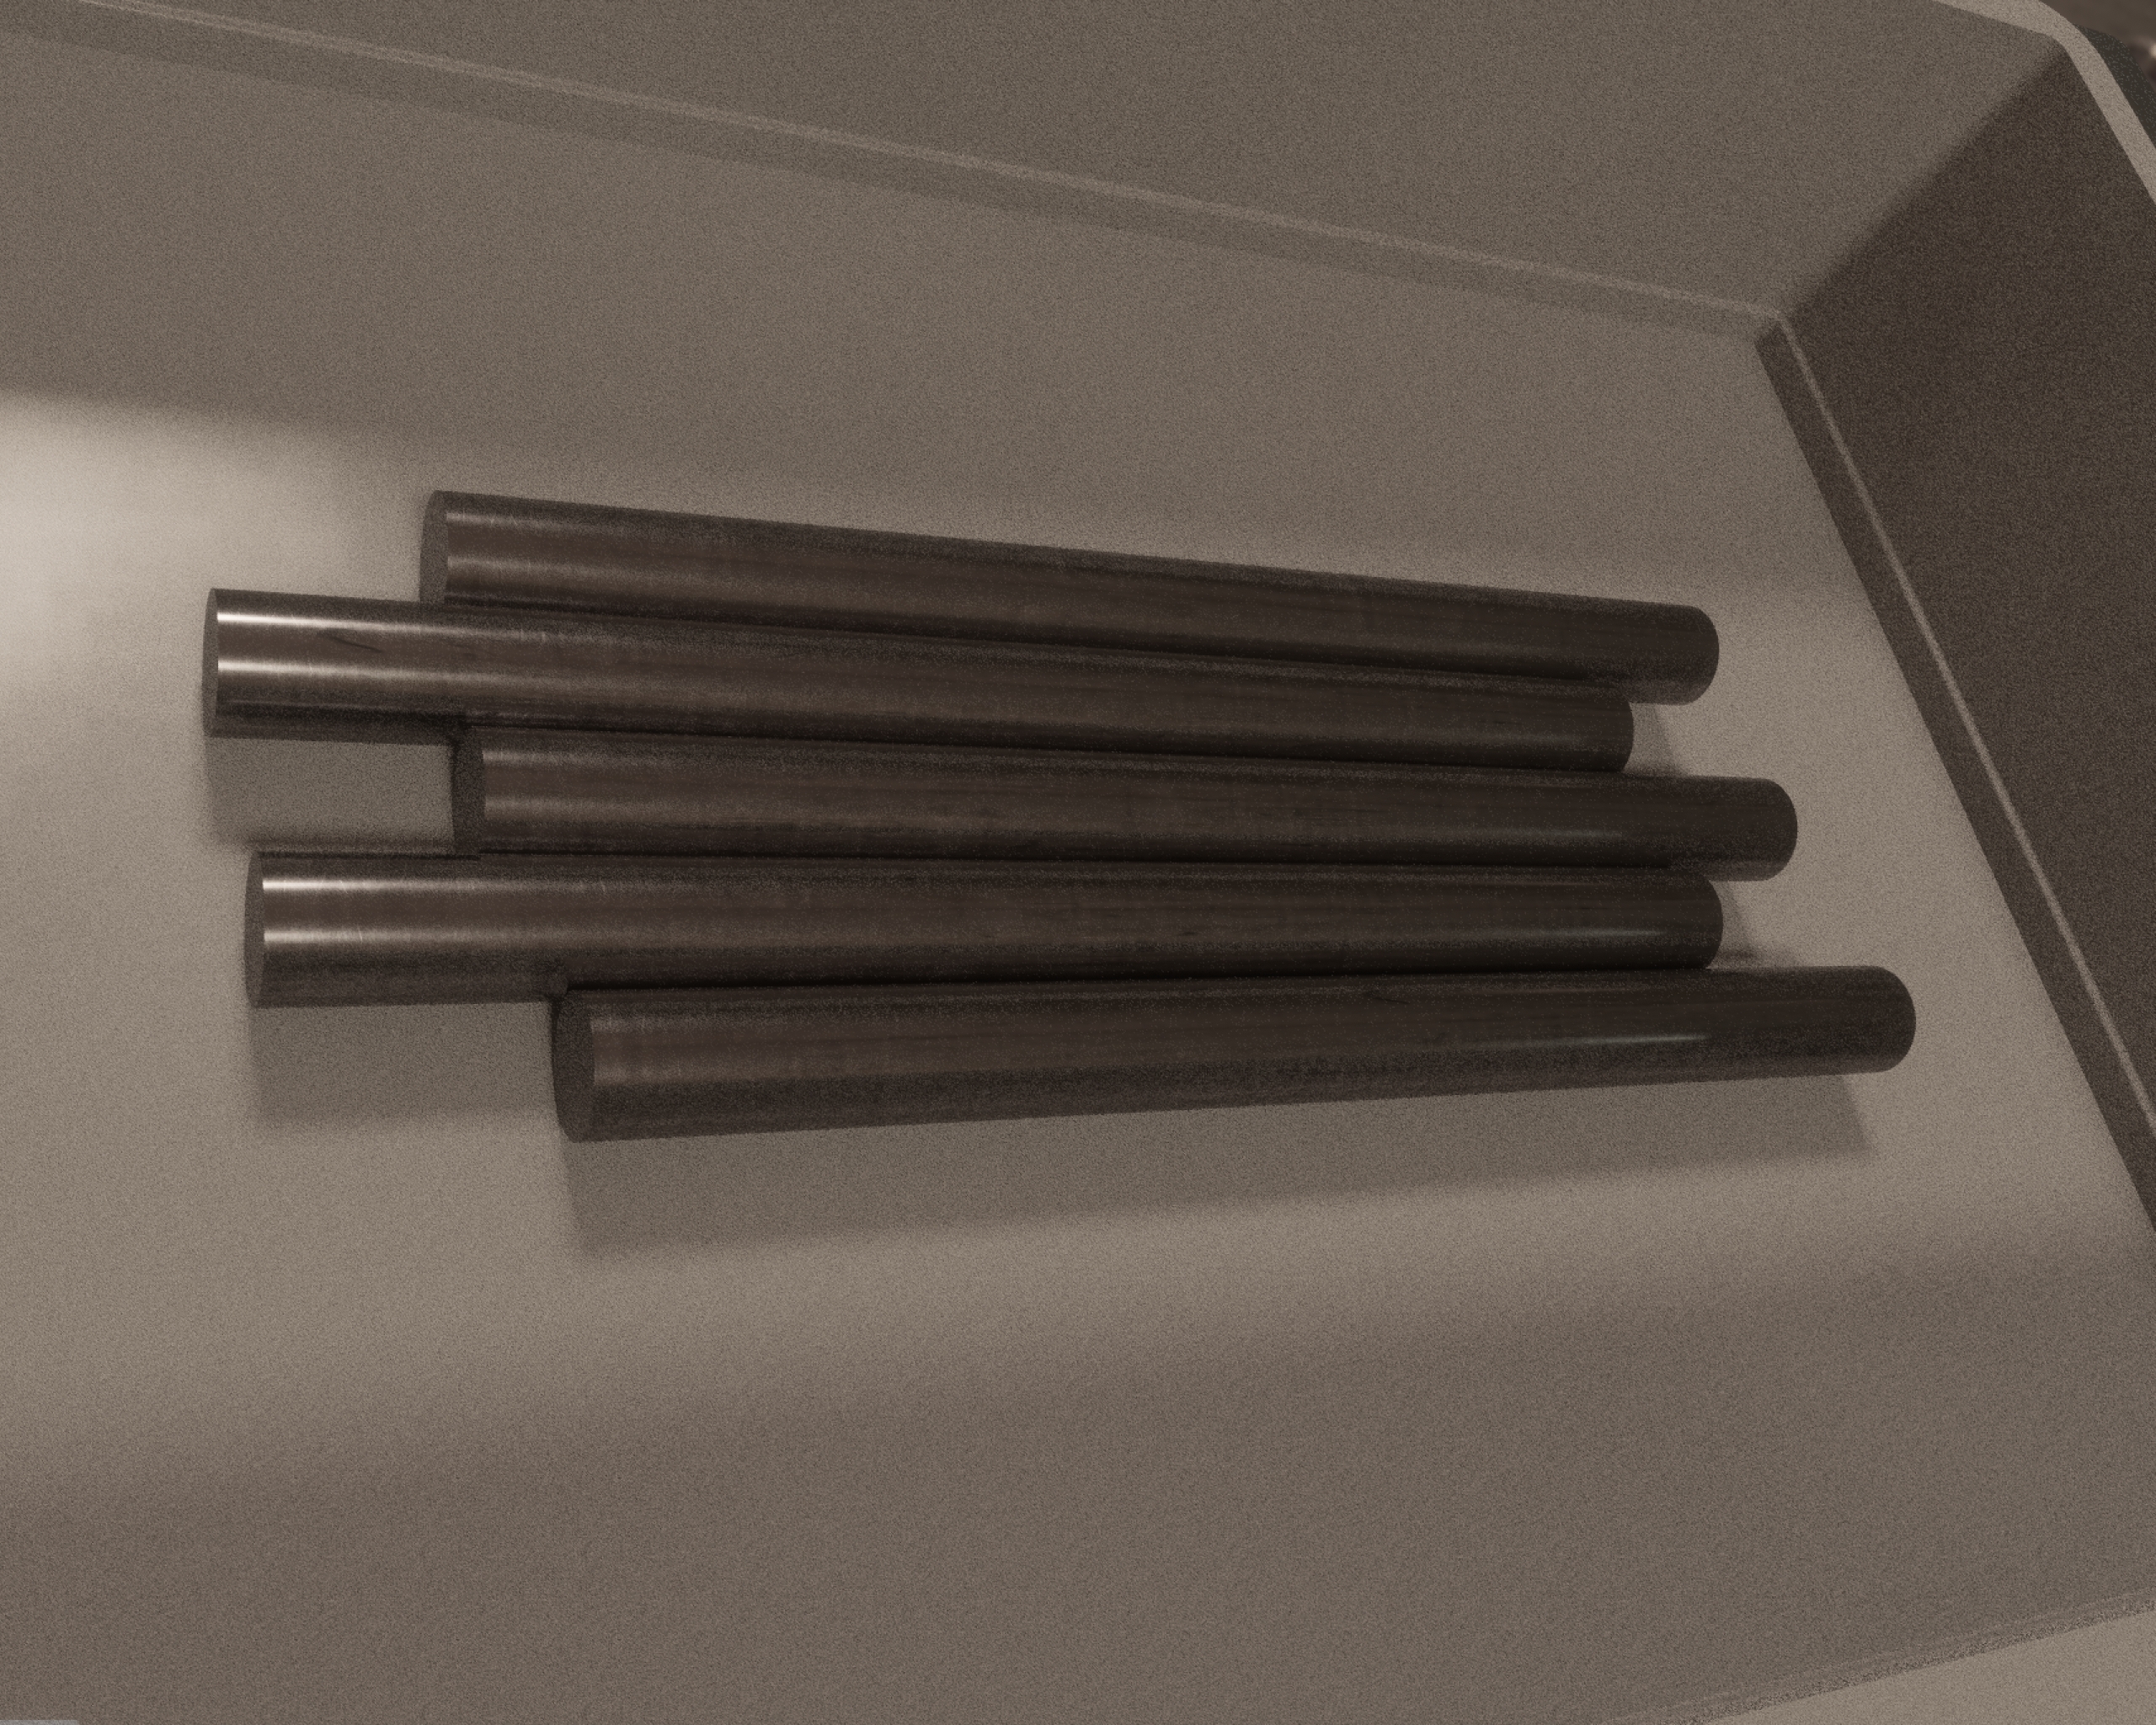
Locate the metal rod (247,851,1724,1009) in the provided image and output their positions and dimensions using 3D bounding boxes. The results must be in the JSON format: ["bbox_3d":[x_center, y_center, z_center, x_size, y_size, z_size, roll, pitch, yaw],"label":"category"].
[{"bbox_3d":[0.004,0.012,0.400,0.303,0.025,0.025,1,62,-28],"label":"metal rod"}]

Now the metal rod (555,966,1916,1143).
[{"bbox_3d":[0.051,0.035,0.412,0.303,0.025,0.025,1,62,-28],"label":"metal rod"}]

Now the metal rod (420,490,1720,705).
[{"bbox_3d":[0.017,-0.053,0.447,0.303,0.025,0.025,1,62,-28],"label":"metal rod"}]

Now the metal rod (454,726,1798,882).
[{"bbox_3d":[0.029,-0.009,0.427,0.303,0.025,0.025,1,62,-28],"label":"metal rod"}]

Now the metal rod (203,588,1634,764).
[{"bbox_3d":[-0.011,-0.032,0.419,0.303,0.025,0.025,1,62,-28],"label":"metal rod"}]
